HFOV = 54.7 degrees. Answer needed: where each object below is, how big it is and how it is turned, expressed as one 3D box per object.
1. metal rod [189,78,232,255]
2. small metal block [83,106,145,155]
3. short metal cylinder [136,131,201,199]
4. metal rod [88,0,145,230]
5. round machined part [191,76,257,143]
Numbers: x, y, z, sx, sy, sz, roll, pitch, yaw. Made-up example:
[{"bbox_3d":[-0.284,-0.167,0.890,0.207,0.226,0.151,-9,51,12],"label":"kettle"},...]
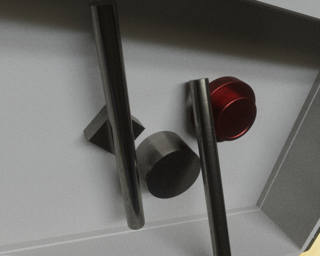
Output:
[{"bbox_3d":[0.073,0.083,0.420,0.025,0.025,0.298,-13,101,-22],"label":"metal rod"},{"bbox_3d":[-0.056,0.002,0.381,0.050,0.025,0.050,-49,129,6],"label":"small metal block"},{"bbox_3d":[0.009,0.051,0.431,0.081,0.050,0.079,-14,125,-21],"label":"short metal cylinder"},{"bbox_3d":[-0.043,0.011,0.361,0.025,0.025,0.298,-17,126,-19],"label":"metal rod"},{"bbox_3d":[0.097,-0.020,0.440,0.099,0.042,0.097,-14,125,-21],"label":"round machined part"}]
